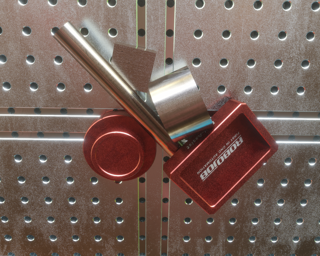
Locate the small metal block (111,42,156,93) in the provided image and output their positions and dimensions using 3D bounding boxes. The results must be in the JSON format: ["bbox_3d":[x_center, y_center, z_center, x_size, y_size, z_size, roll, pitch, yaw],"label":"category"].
[{"bbox_3d":[-0.035,-0.076,0.385,0.050,0.025,0.050,12,110,-5],"label":"small metal block"}]

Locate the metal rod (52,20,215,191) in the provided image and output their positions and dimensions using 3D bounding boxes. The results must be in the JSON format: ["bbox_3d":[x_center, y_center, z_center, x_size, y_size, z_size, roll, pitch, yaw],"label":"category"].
[{"bbox_3d":[-0.012,-0.007,0.393,0.025,0.025,0.300,-38,114,12],"label":"metal rod"}]

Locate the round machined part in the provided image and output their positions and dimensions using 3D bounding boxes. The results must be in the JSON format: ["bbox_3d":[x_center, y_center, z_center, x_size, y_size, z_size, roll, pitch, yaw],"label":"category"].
[{"bbox_3d":[-0.054,0.029,0.413,0.099,0.042,0.097,0,110,-1],"label":"round machined part"}]

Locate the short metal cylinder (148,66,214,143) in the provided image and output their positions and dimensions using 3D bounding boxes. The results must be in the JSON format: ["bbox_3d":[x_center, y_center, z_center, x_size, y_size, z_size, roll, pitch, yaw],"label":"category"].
[{"bbox_3d":[0.026,-0.028,0.374,0.050,0.080,0.080,-24,109,8],"label":"short metal cylinder"}]

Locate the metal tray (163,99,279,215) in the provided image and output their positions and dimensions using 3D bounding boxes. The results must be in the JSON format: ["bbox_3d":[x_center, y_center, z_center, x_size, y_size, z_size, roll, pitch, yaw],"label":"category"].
[{"bbox_3d":[0.080,0.038,0.403,0.130,0.030,0.090,-45,113,-2],"label":"metal tray"}]
